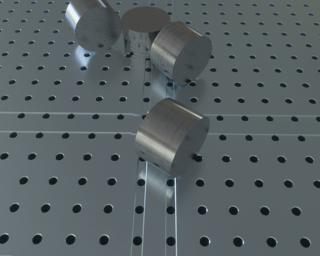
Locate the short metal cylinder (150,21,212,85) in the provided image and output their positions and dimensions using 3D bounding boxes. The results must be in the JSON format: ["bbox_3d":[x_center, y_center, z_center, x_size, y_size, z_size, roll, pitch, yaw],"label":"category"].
[{"bbox_3d":[0.032,-0.112,0.466,0.080,0.080,0.050,-33,57,-24],"label":"short metal cylinder"}]

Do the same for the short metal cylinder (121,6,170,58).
[{"bbox_3d":[-0.023,-0.164,0.529,0.081,0.050,0.080,0,50,0],"label":"short metal cylinder"}]

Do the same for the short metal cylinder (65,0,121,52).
[{"bbox_3d":[-0.111,-0.176,0.519,0.081,0.080,0.050,-22,54,-18],"label":"short metal cylinder"}]

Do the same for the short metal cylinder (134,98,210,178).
[{"bbox_3d":[0.015,0.011,0.362,0.050,0.080,0.080,30,56,23],"label":"short metal cylinder"}]
